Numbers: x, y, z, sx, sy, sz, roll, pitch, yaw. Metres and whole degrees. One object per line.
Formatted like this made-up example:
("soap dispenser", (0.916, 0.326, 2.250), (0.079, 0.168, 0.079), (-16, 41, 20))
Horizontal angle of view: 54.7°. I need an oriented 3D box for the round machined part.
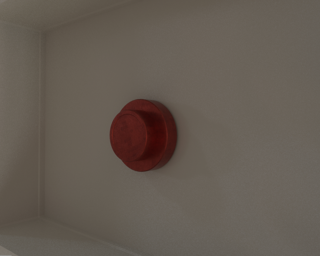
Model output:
("round machined part", (-0.029, 0.010, 0.413), (0.098, 0.042, 0.097), (0, 90, 39))
